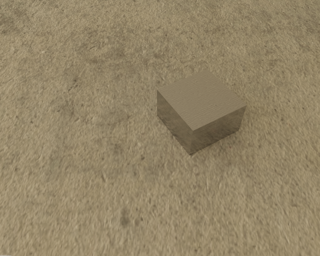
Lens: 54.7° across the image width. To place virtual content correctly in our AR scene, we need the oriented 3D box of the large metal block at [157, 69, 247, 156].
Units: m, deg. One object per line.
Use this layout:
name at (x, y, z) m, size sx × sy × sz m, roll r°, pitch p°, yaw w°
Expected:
large metal block at (0.051, -0.023, 0.407) m, size 0.081 × 0.050 × 0.080 m, roll -25°, pitch 55°, yaw -20°
